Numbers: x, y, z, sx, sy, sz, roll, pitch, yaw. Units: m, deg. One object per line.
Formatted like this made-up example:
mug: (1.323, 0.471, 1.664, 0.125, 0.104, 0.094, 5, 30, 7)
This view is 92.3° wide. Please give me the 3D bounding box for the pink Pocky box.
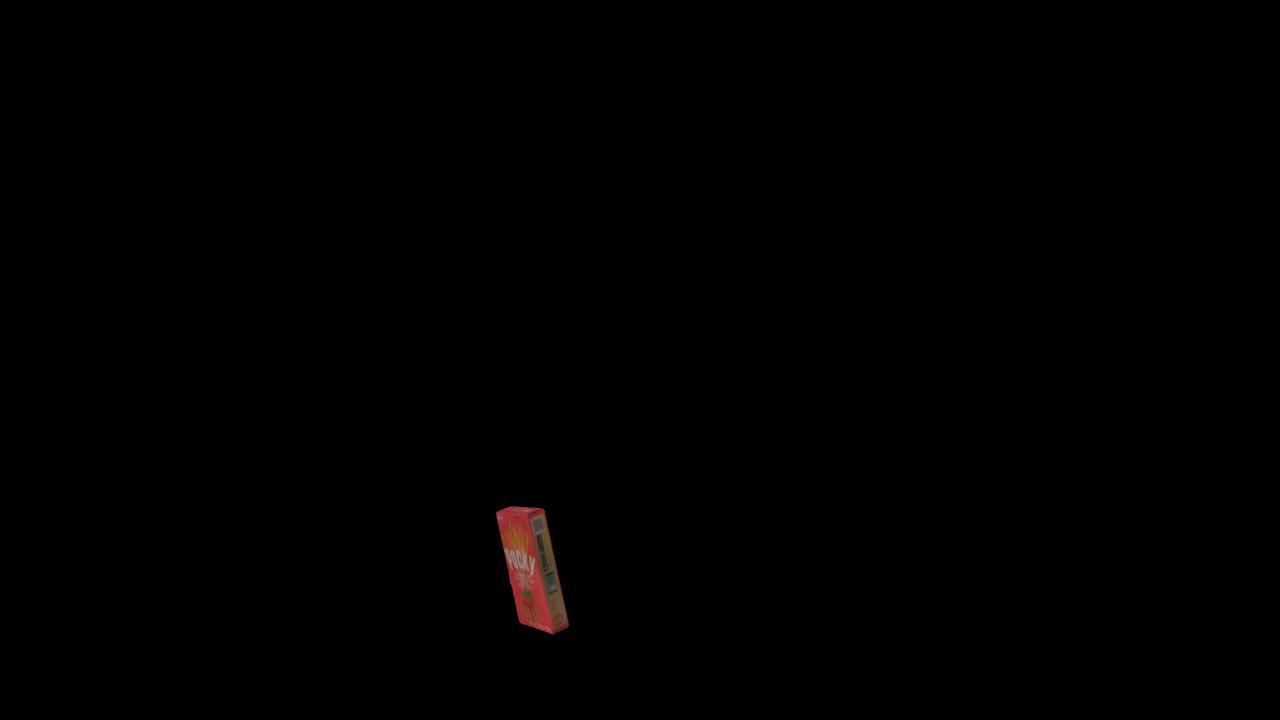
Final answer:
pink Pocky box: (-0.141, 0.269, 0.796, 0.029, 0.155, 0.084, -12, 0, -42)
